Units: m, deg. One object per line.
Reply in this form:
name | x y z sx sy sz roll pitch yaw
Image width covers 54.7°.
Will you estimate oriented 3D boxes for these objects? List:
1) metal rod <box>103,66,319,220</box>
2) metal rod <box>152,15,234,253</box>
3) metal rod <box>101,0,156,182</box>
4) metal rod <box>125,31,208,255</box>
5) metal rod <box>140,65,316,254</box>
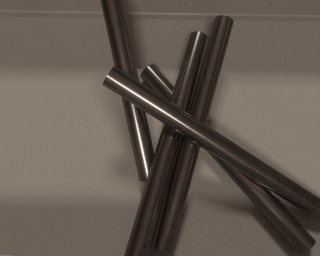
metal rod | 0.070 0.021 0.360 0.301 0.025 0.025 32 72 -6
metal rod | 0.044 -0.001 0.384 0.025 0.025 0.299 15 80 5
metal rod | -0.043 -0.082 0.374 0.025 0.025 0.298 -12 95 -5
metal rod | 0.012 0.013 0.380 0.025 0.025 0.299 15 73 5
metal rod | 0.077 0.029 0.399 0.025 0.025 0.300 -37 75 -13
